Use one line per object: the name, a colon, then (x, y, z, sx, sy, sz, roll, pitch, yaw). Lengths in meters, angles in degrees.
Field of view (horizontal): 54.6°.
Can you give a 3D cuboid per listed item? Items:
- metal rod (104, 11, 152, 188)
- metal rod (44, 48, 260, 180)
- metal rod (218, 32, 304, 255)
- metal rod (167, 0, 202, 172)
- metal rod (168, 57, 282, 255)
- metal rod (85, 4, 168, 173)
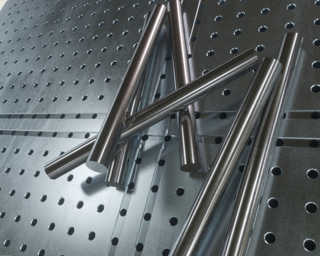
metal rod: (-0.035, -0.059, 0.464, 0.025, 0.025, 0.300, -4, 59, 26)
metal rod: (-0.017, -0.013, 0.392, 0.300, 0.025, 0.025, -29, 52, 10)
metal rod: (0.113, 0.019, 0.337, 0.025, 0.025, 0.300, 9, 66, 32)
metal rod: (0.030, -0.080, 0.442, 0.025, 0.025, 0.300, -16, 55, 19)
metal rod: (0.059, 0.057, 0.327, 0.025, 0.025, 0.300, 20, 77, 35)
metal rod: (-0.034, -0.075, 0.423, 0.025, 0.025, 0.300, -4, 50, 26)
